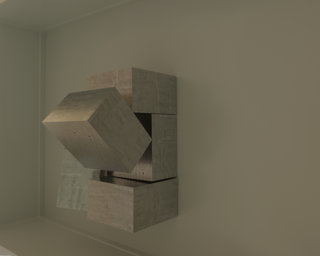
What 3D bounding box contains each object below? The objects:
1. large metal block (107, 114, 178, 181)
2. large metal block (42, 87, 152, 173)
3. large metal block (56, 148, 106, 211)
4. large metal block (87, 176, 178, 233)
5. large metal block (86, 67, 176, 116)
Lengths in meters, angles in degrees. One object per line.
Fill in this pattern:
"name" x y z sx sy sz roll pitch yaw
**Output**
"large metal block" -0.024 0.023 0.409 0.080 0.050 0.079 -1 90 39
"large metal block" -0.070 0.004 0.351 0.080 0.080 0.050 -1 45 39
"large metal block" -0.107 0.063 0.444 0.050 0.080 0.079 9 98 -4
"large metal block" -0.034 0.089 0.394 0.080 0.081 0.050 1 91 39
"large metal block" -0.036 -0.042 0.395 0.080 0.081 0.050 -1 89 39
